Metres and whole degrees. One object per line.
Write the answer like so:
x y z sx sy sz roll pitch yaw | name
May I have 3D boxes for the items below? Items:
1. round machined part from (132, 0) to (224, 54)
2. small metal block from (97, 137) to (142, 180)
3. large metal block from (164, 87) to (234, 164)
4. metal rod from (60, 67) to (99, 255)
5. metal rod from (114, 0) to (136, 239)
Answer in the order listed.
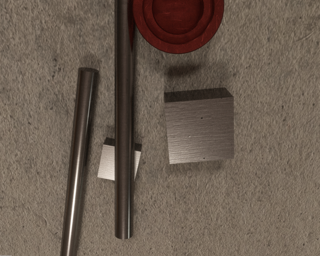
0.020 -0.136 0.351 0.099 0.042 0.097 0 110 -1 | round machined part
-0.055 0.045 0.426 0.050 0.025 0.050 12 110 -5 | small metal block
0.049 -0.004 0.396 0.080 0.050 0.079 -5 110 1 | large metal block
-0.115 0.066 0.432 0.025 0.025 0.298 10 110 -4 | metal rod
-0.044 -0.002 0.386 0.025 0.025 0.298 2 102 -1 | metal rod
